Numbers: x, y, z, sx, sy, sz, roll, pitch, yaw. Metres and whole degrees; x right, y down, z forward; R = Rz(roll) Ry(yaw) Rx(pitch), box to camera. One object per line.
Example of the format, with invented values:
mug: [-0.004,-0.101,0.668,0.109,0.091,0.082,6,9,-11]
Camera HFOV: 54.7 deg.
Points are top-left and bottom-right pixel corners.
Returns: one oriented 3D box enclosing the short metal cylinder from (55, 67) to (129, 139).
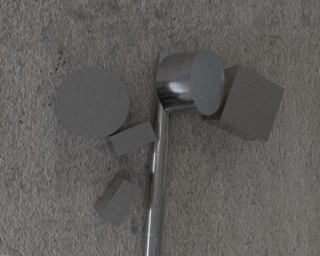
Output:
short metal cylinder: [-0.082,-0.028,0.366,0.081,0.050,0.080,0,90,-20]

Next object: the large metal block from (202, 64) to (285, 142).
large metal block: [0.118,-0.033,0.439,0.080,0.050,0.080,23,82,-19]

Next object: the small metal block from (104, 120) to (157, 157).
small metal block: [-0.038,0.012,0.382,0.050,0.050,0.025,-23,98,-19]

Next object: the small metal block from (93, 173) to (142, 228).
small metal block: [-0.053,0.086,0.377,0.025,0.050,0.050,37,78,-17]

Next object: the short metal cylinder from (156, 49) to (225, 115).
short metal cylinder: [0.040,-0.056,0.393,0.081,0.050,0.079,-4,96,-50]

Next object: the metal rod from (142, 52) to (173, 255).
metal rod: [-0.002,0.051,0.408,0.025,0.025,0.298,5,89,-20]
